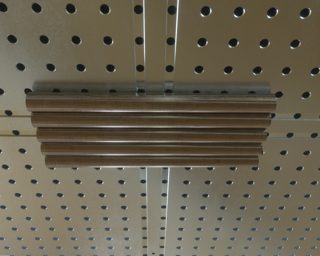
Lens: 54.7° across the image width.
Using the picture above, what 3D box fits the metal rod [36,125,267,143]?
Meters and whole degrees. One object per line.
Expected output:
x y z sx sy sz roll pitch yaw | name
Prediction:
-0.010 0.007 0.418 0.302 0.025 0.025 0 130 -1 | metal rod

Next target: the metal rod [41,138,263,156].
-0.011 0.026 0.434 0.302 0.025 0.025 0 130 -1 | metal rod

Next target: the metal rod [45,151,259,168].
-0.011 0.045 0.449 0.302 0.025 0.025 0 130 -1 | metal rod

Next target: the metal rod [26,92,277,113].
-0.010 -0.031 0.385 0.302 0.025 0.025 0 130 -1 | metal rod

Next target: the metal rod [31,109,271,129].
-0.010 -0.012 0.401 0.302 0.025 0.025 0 130 -1 | metal rod
